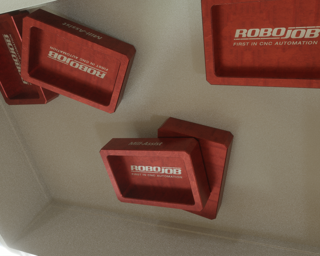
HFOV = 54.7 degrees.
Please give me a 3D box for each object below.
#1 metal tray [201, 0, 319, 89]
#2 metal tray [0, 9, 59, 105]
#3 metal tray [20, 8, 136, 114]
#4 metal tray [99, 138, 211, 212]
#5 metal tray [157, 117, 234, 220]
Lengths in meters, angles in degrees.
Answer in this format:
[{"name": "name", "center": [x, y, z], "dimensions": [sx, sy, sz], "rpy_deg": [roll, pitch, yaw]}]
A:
[{"name": "metal tray", "center": [0.108, -0.086, 0.294], "dimensions": [0.130, 0.030, 0.089], "rpy_deg": [6, 121, 25]}, {"name": "metal tray", "center": [-0.211, -0.099, 0.455], "dimensions": [0.090, 0.030, 0.129], "rpy_deg": [1, 119, 28]}, {"name": "metal tray", "center": [-0.105, -0.081, 0.390], "dimensions": [0.131, 0.030, 0.089], "rpy_deg": [21, 128, -2]}, {"name": "metal tray", "center": [-0.007, 0.059, 0.405], "dimensions": [0.130, 0.030, 0.089], "rpy_deg": [-1, 118, 29]}, {"name": "metal tray", "center": [0.043, 0.056, 0.418], "dimensions": [0.090, 0.030, 0.129], "rpy_deg": [15, 125, 20]}]
